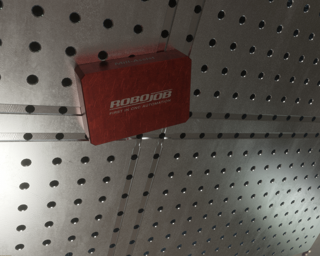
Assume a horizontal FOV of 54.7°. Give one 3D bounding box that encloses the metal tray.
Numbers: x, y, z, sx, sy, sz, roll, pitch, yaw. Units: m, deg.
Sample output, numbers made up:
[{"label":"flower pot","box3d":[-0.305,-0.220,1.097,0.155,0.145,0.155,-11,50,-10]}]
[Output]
[{"label":"metal tray","box3d":[-0.028,-0.038,0.371,0.131,0.030,0.089,-14,125,-21]}]
